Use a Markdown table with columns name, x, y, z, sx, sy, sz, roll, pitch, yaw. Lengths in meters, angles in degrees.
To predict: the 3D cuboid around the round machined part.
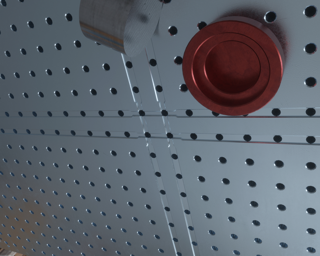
| name | x | y | z | sx | sy | sz | roll | pitch | yaw |
| --- | --- | --- | --- | --- | --- | --- | --- | --- | --- |
| round machined part | 0.076 | -0.065 | 0.319 | 0.098 | 0.042 | 0.097 | 13 | 124 | 20 |

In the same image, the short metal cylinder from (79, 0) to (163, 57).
| name | x | y | z | sx | sy | sz | roll | pitch | yaw |
| --- | --- | --- | --- | --- | --- | --- | --- | --- | --- |
| short metal cylinder | -0.038 | -0.120 | 0.320 | 0.050 | 0.080 | 0.079 | 26 | 127 | 12 |
